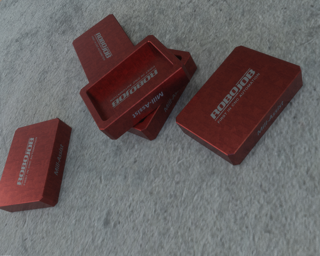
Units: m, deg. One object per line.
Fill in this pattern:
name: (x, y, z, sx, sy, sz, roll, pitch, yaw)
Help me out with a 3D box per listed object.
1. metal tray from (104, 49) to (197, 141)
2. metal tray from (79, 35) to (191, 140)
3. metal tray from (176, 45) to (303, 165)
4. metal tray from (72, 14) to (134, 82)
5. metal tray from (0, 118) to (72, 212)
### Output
metal tray: (-0.017, -0.055, 0.441, 0.090, 0.030, 0.130, 20, 72, 35)
metal tray: (-0.036, -0.057, 0.413, 0.130, 0.030, 0.090, -38, 51, 2)
metal tray: (0.093, -0.031, 0.370, 0.090, 0.030, 0.130, 35, 81, 38)
metal tray: (-0.091, -0.130, 0.526, 0.090, 0.030, 0.130, -34, 52, 5)
metal tray: (-0.187, 0.054, 0.463, 0.090, 0.030, 0.130, -12, 57, 21)
